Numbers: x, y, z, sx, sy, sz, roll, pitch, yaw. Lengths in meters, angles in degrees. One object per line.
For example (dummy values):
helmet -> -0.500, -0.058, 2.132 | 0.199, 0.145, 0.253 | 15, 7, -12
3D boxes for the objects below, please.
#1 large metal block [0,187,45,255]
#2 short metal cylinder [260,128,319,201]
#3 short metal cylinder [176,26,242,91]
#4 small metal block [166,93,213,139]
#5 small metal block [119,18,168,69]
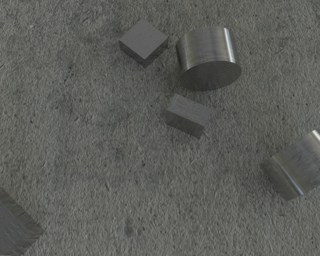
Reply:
large metal block -> -0.196, 0.120, 0.349 | 0.080, 0.050, 0.080 | 39, 74, 13
short metal cylinder -> 0.167, 0.043, 0.365 | 0.080, 0.080, 0.050 | -29, 73, -10
short metal cylinder -> 0.063, -0.089, 0.412 | 0.081, 0.080, 0.050 | -5, 70, -2
small metal block -> 0.036, -0.014, 0.400 | 0.050, 0.050, 0.025 | 24, 72, 8
small metal block -> -0.024, -0.124, 0.453 | 0.050, 0.025, 0.050 | 40, 74, 13
